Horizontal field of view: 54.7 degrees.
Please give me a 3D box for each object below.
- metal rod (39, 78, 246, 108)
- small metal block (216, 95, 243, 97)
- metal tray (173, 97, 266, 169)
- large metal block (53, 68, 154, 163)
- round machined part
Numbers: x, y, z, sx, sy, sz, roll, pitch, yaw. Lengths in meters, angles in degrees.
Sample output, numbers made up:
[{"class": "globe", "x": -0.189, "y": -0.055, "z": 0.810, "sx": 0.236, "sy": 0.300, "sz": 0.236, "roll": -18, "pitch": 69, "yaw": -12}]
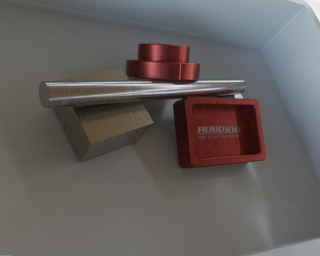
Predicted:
[{"class": "metal rod", "x": 0.008, "y": -0.048, "z": 0.381, "sx": 0.302, "sy": 0.025, "sz": 0.025, "roll": -8, "pitch": 66, "yaw": -40}, {"class": "small metal block", "x": 0.101, "y": -0.048, "z": 0.489, "sx": 0.050, "sy": 0.025, "sz": 0.050, "roll": -12, "pitch": 68, "yaw": -34}, {"class": "metal tray", "x": 0.085, "y": 0.005, "z": 0.427, "sx": 0.131, "sy": 0.030, "sz": 0.089, "roll": -1, "pitch": 82, "yaw": -30}, {"class": "large metal block", "x": -0.068, "y": -0.017, "z": 0.361, "sx": 0.081, "sy": 0.050, "sz": 0.080, "roll": -20, "pitch": 72, "yaw": -36}, {"class": "round machined part", "x": 0.005, "y": -0.089, "z": 0.413, "sx": 0.099, "sy": 0.098, "sz": 0.042, "roll": -5, "pitch": 105, "yaw": -31}]
